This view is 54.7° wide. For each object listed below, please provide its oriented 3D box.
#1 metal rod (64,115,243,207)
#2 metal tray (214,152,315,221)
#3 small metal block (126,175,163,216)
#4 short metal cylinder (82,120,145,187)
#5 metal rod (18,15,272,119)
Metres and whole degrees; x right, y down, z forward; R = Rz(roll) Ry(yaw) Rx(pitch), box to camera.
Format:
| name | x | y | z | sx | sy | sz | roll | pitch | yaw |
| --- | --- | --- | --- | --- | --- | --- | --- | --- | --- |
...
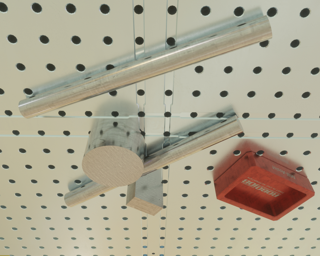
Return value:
| name | x | y | z | sx | sy | sz | roll | pitch | yaw |
| --- | --- | --- | --- | --- | --- | --- | --- | --- | --- |
| metal rod | -0.022 | 0.056 | 0.459 | 0.300 | 0.025 | 0.025 | -26 | 126 | 20 |
| metal tray | 0.164 | 0.097 | 0.493 | 0.131 | 0.030 | 0.089 | 24 | 126 | -20 |
| small metal block | -0.023 | 0.101 | 0.482 | 0.050 | 0.050 | 0.025 | 28 | 125 | -22 |
| short metal cylinder | -0.062 | 0.036 | 0.425 | 0.081 | 0.050 | 0.079 | 0 | 130 | 0 |
| metal rod | -0.028 | -0.064 | 0.356 | 0.301 | 0.025 | 0.025 | -16 | 129 | 13 |
